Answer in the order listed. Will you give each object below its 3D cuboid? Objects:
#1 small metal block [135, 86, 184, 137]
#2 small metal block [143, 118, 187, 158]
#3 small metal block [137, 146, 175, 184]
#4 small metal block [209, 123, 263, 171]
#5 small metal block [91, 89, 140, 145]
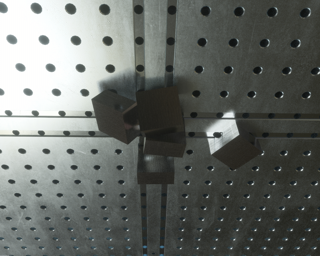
[{"bbox_3d":[0.000,-0.019,0.373,0.050,0.050,0.025,-9,161,2],"label":"small metal block"},{"bbox_3d":[0.006,0.010,0.403,0.050,0.050,0.025,6,132,-6],"label":"small metal block"},{"bbox_3d":[-0.006,0.052,0.440,0.050,0.050,0.025,0,130,-1],"label":"small metal block"},{"bbox_3d":[0.106,0.027,0.437,0.050,0.025,0.050,34,122,-26],"label":"small metal block"},{"bbox_3d":[-0.053,-0.014,0.383,0.050,0.025,0.050,23,137,29],"label":"small metal block"}]
